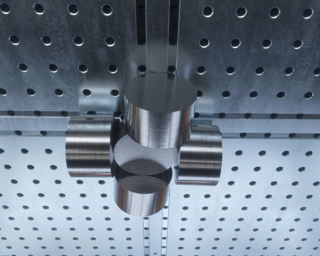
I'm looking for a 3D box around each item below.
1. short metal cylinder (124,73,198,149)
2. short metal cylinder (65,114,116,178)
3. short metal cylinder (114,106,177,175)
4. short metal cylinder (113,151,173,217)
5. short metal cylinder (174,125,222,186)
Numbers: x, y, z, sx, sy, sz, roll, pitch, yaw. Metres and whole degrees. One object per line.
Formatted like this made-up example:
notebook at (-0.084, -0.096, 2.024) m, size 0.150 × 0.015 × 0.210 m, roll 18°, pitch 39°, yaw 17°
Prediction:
short metal cylinder at (0.000, -0.022, 0.356) m, size 0.081 × 0.080 × 0.050 m, roll 2°, pitch 130°, yaw -2°
short metal cylinder at (-0.084, 0.023, 0.394) m, size 0.050 × 0.080 × 0.079 m, roll 1°, pitch 130°, yaw -2°
short metal cylinder at (-0.019, 0.017, 0.410) m, size 0.081 × 0.050 × 0.079 m, roll -1°, pitch 130°, yaw -1°
short metal cylinder at (-0.025, 0.077, 0.439) m, size 0.081 × 0.080 × 0.050 m, roll 5°, pitch 130°, yaw -4°
short metal cylinder at (0.047, 0.035, 0.406) m, size 0.050 × 0.080 × 0.079 m, roll 3°, pitch 130°, yaw -3°
